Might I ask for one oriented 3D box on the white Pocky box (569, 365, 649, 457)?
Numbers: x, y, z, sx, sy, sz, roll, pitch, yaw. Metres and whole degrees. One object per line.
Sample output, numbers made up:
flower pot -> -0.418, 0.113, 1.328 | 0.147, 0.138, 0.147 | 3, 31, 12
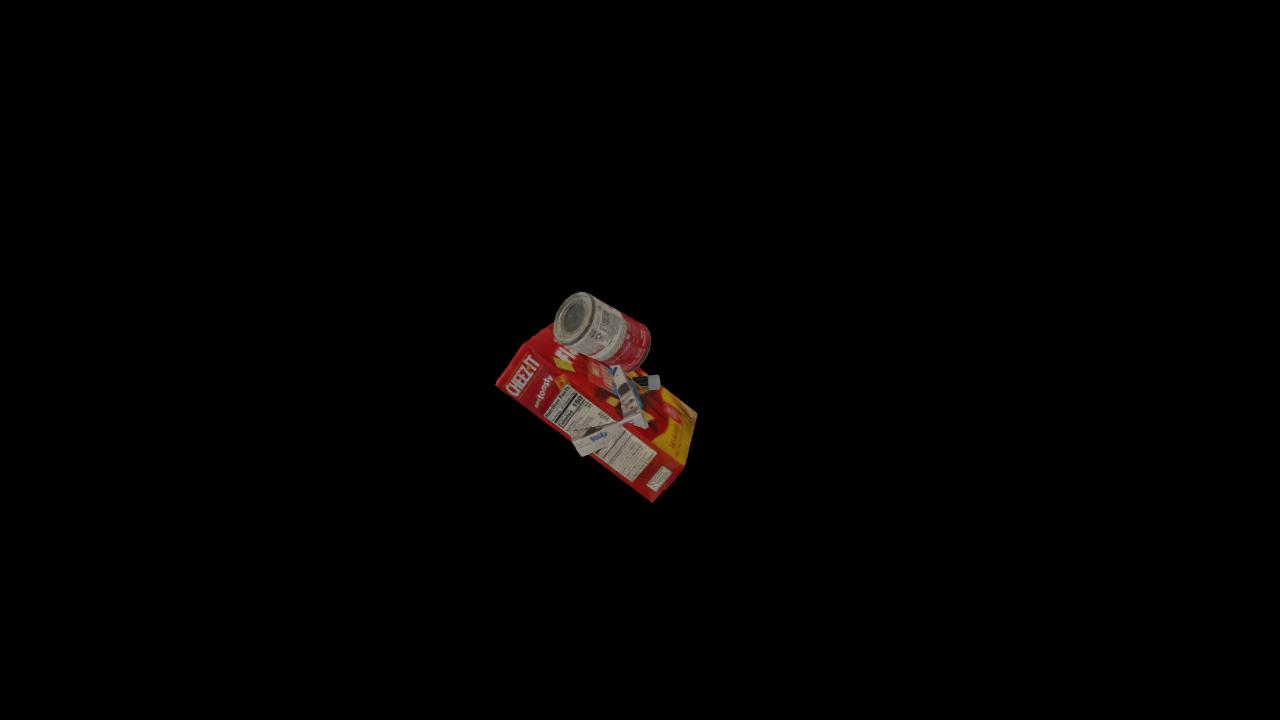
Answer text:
white Pocky box -> -0.050, 0.043, 0.722 | 0.084, 0.028, 0.154 | -25, 35, -2

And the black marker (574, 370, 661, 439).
black marker -> -0.036, 0.032, 0.752 | 0.121, 0.020, 0.020 | -5, 1, -7

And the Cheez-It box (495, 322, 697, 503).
Cheez-It box -> -0.041, 0.048, 0.740 | 0.223, 0.071, 0.166 | 38, 19, -2

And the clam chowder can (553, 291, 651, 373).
clam chowder can -> -0.044, -0.031, 0.732 | 0.068, 0.068, 0.102 | 0, -19, 43
